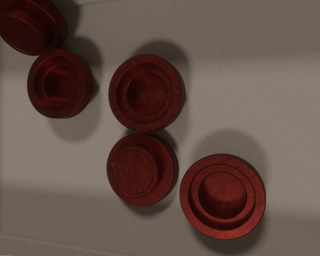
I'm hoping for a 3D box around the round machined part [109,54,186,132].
[{"bbox_3d":[-0.014,-0.044,0.405,0.098,0.042,0.097,0,90,19],"label":"round machined part"}]

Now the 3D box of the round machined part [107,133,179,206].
[{"bbox_3d":[-0.028,0.055,0.410,0.098,0.042,0.097,0,90,19],"label":"round machined part"}]

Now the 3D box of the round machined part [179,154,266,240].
[{"bbox_3d":[0.076,0.079,0.374,0.098,0.042,0.097,0,90,19],"label":"round machined part"}]

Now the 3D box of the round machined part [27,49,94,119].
[{"bbox_3d":[-0.138,-0.062,0.449,0.098,0.042,0.097,0,90,19],"label":"round machined part"}]

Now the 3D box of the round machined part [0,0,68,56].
[{"bbox_3d":[-0.184,-0.140,0.433,0.098,0.098,0.042,4,55,19],"label":"round machined part"}]
